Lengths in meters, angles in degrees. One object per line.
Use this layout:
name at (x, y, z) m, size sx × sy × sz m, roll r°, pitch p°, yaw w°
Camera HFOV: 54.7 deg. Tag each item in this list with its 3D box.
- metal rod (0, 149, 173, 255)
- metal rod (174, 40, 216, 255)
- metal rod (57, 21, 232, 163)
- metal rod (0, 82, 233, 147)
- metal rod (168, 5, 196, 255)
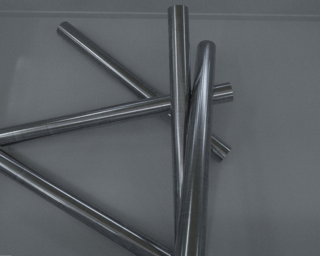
metal rod at (-0.123, 0.083, 0.378) m, size 0.301 × 0.025 × 0.025 m, roll 28°, pitch 72°, yaw 9°
metal rod at (0.040, 0.014, 0.319) m, size 0.025 × 0.025 × 0.300 m, roll 8°, pitch 54°, yaw 3°
metal rod at (-0.030, -0.056, 0.429) m, size 0.300 × 0.025 × 0.025 m, roll 39°, pitch 75°, yaw 13°
metal rod at (-0.059, -0.017, 0.396) m, size 0.302 × 0.025 × 0.025 m, roll -11°, pitch 70°, yaw 3°
metal rod at (0.026, 0.006, 0.363) m, size 0.025 × 0.025 × 0.298 m, roll -2°, pitch 87°, yaw -1°
